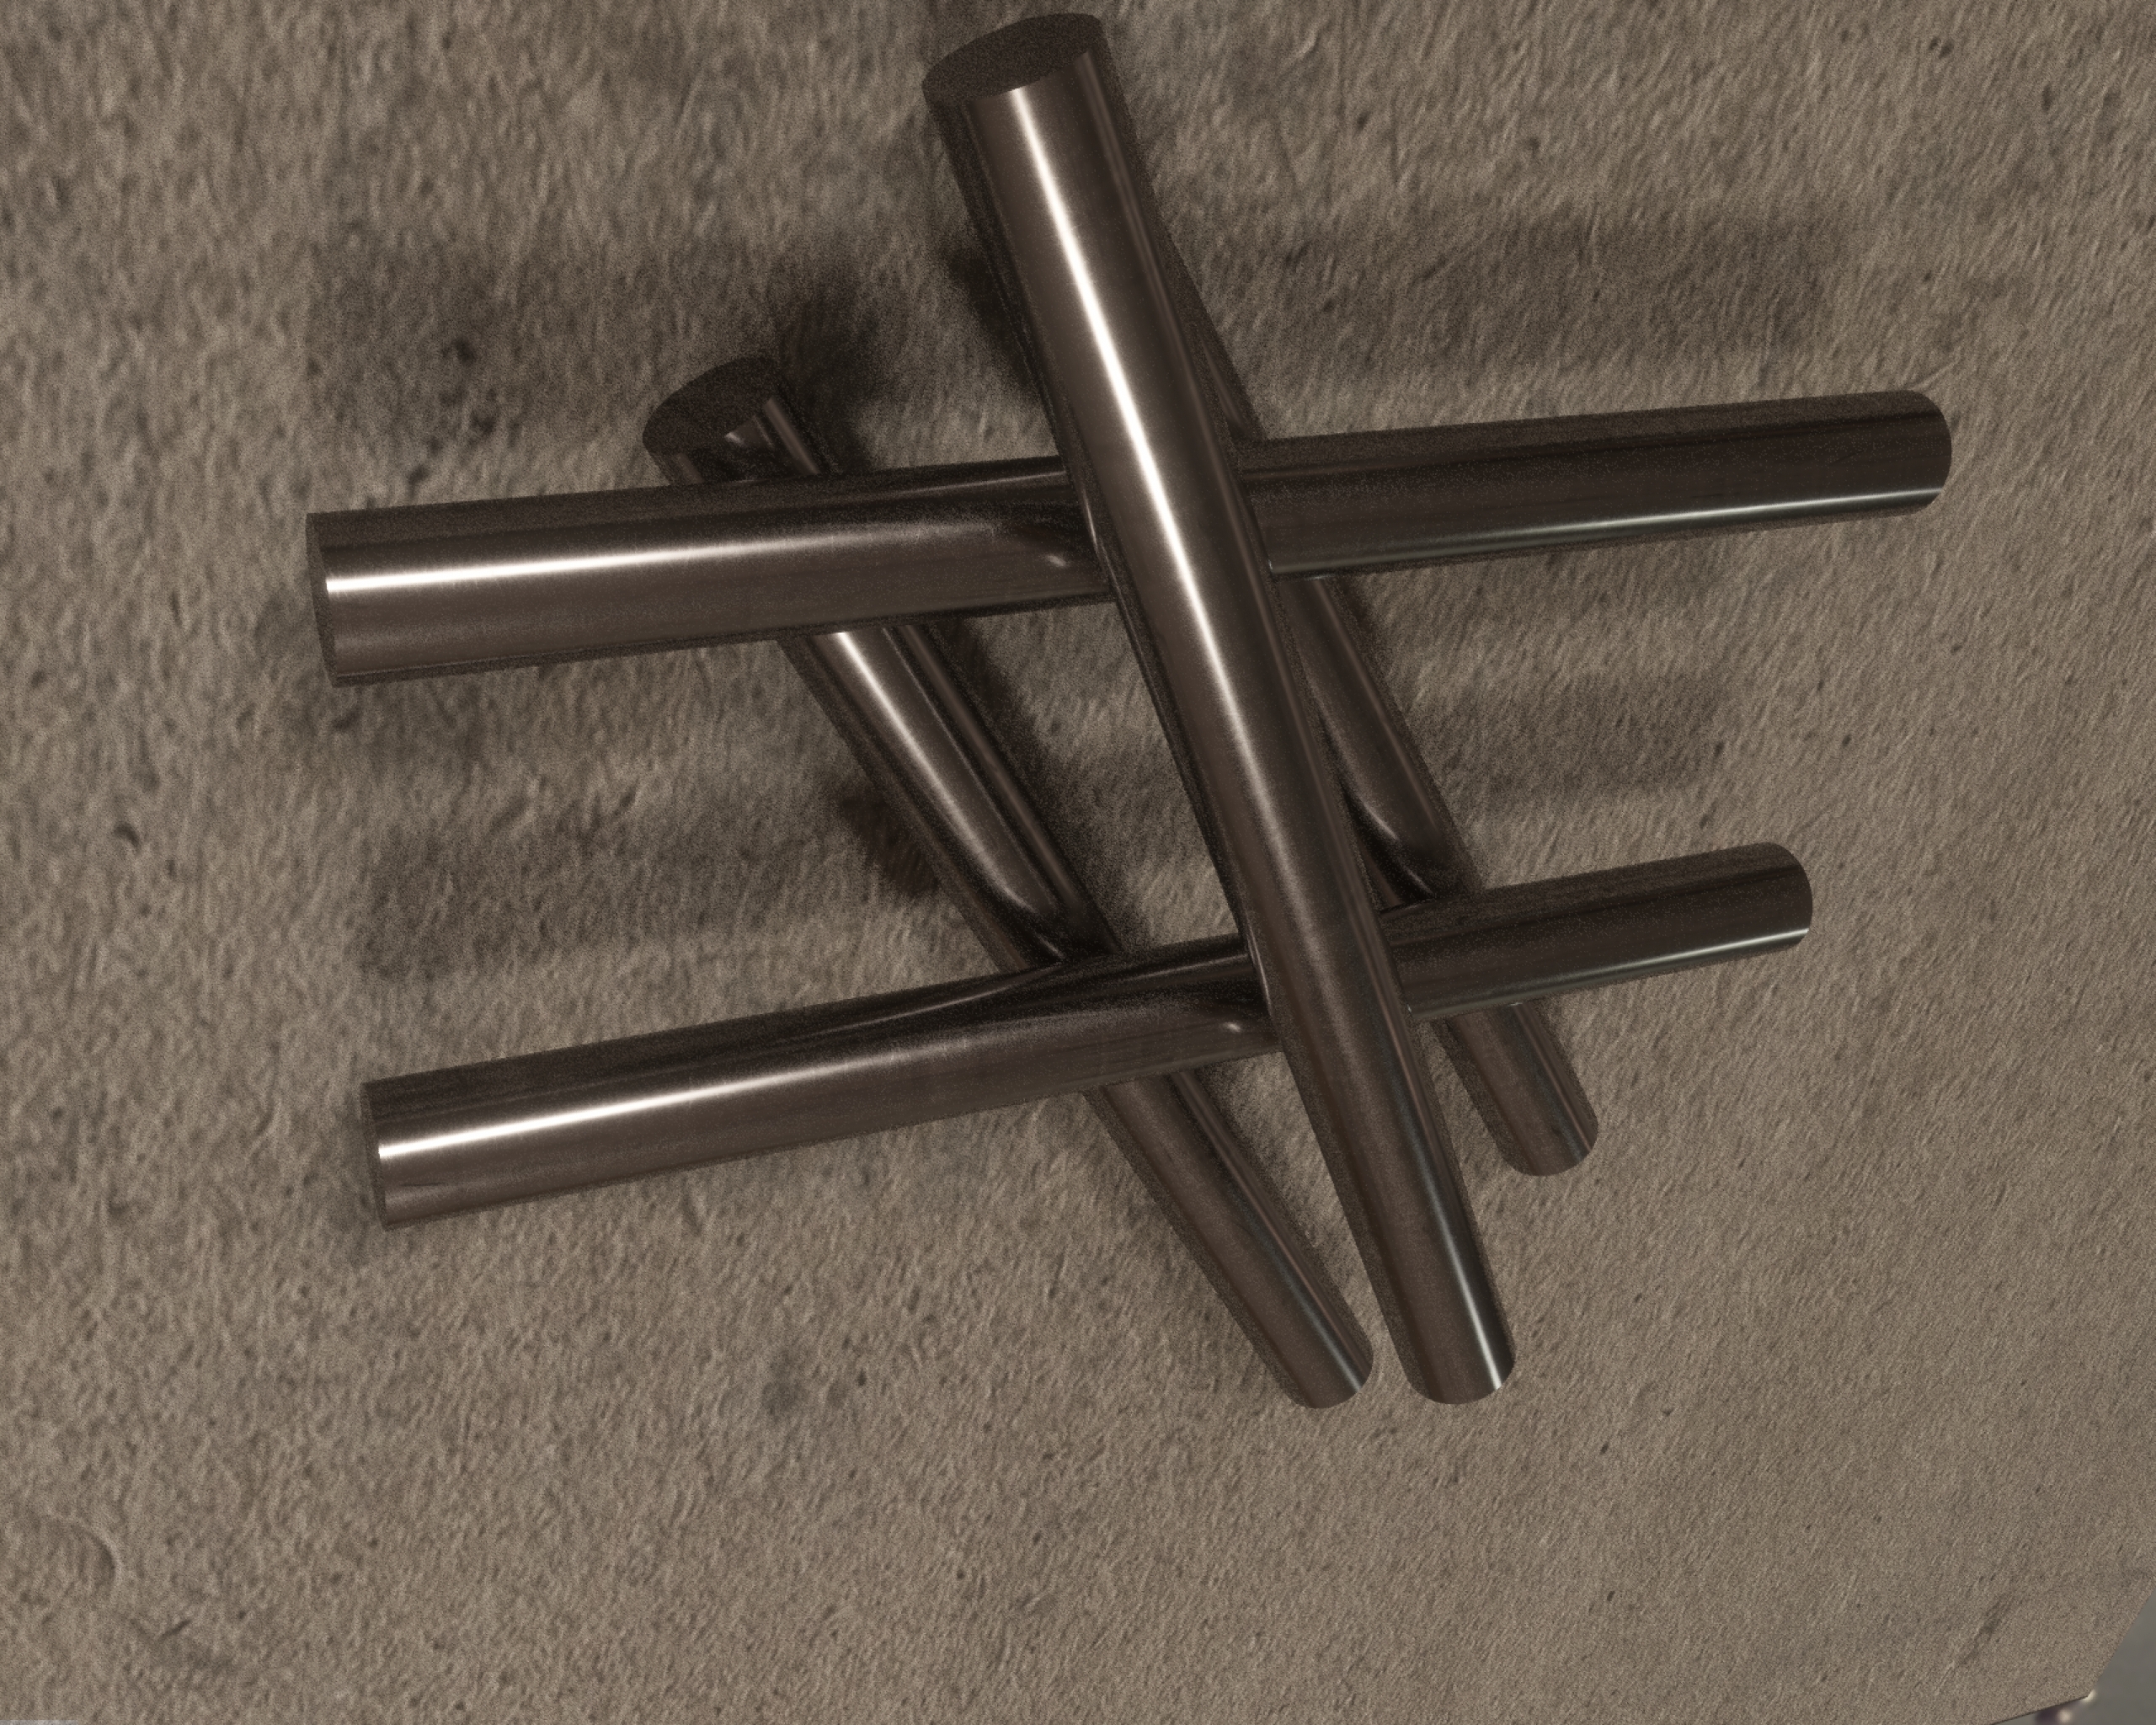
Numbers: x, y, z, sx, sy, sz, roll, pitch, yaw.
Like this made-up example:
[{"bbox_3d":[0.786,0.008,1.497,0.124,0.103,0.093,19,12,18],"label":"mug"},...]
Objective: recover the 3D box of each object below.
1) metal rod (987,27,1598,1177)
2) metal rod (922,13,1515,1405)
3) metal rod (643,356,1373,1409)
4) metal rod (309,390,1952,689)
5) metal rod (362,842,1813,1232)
[{"bbox_3d":[0.052,-0.029,0.420,0.025,0.025,0.299,-37,130,-4],"label":"metal rod"},{"bbox_3d":[0.038,0.001,0.367,0.025,0.025,0.299,-31,129,-9],"label":"metal rod"},{"bbox_3d":[0.002,0.026,0.426,0.025,0.025,0.299,-35,129,-5],"label":"metal rod"},{"bbox_3d":[0.029,-0.060,0.357,0.303,0.025,0.025,-9,123,-24],"label":"metal rod"},{"bbox_3d":[0.020,0.028,0.406,0.303,0.025,0.025,-9,122,-24],"label":"metal rod"}]
